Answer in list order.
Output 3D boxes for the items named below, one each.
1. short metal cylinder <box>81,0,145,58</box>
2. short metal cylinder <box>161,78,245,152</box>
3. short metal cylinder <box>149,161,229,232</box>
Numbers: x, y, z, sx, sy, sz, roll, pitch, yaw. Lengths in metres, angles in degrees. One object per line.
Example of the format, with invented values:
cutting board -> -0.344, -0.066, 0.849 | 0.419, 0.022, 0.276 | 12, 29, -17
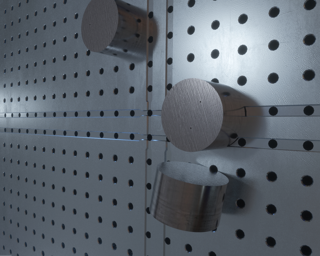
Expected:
short metal cylinder -> -0.069, -0.146, 0.450 | 0.080, 0.050, 0.079 | 0, 90, 40
short metal cylinder -> 0.048, -0.014, 0.353 | 0.080, 0.050, 0.079 | 0, 90, 40
short metal cylinder -> 0.032, 0.074, 0.347 | 0.080, 0.081, 0.050 | 17, 101, 38
